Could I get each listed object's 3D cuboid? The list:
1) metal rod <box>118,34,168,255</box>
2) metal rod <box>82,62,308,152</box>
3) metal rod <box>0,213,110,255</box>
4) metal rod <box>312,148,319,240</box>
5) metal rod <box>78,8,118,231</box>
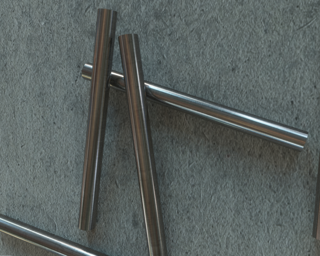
[{"bbox_3d":[-0.020,0.033,0.398,0.025,0.025,0.298,-6,95,20],"label":"metal rod"},{"bbox_3d":[0.029,-0.033,0.398,0.301,0.025,0.025,20,97,18],"label":"metal rod"},{"bbox_3d":[-0.131,0.180,0.455,0.301,0.025,0.025,12,94,19],"label":"metal rod"},{"bbox_3d":[0.194,-0.026,0.340,0.025,0.025,0.298,5,92,20],"label":"metal rod"},{"bbox_3d":[-0.086,-0.004,0.420,0.025,0.025,0.298,11,101,19],"label":"metal rod"}]
